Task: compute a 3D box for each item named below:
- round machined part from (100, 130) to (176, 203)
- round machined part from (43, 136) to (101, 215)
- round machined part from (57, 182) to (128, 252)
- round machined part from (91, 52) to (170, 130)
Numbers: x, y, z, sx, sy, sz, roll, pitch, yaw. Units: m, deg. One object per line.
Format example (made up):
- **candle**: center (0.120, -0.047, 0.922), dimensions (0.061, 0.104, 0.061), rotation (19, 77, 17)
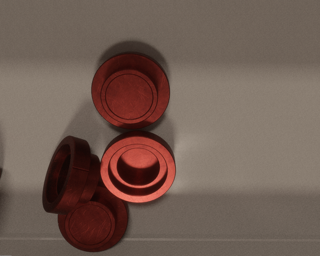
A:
- **round machined part**: center (-0.029, 0.048, 0.420), dimensions (0.099, 0.042, 0.097), rotation (0, 110, -1)
- **round machined part**: center (-0.111, 0.062, 0.398), dimensions (0.042, 0.098, 0.097), rotation (21, 110, -32)
- **round machined part**: center (-0.095, 0.128, 0.435), dimensions (0.099, 0.042, 0.097), rotation (0, 94, -2)
- **round machined part**: center (-0.037, -0.043, 0.386), dimensions (0.099, 0.042, 0.097), rotation (0, 110, -1)
